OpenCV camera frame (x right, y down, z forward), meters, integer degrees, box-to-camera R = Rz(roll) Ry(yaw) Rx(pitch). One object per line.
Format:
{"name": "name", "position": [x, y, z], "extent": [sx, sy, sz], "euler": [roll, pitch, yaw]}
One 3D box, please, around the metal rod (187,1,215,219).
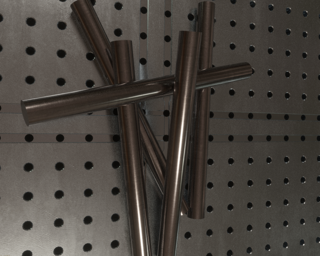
{"name": "metal rod", "position": [0.058, -0.025, 0.435], "extent": [0.025, 0.025, 0.298], "euler": [3, 89, -20]}

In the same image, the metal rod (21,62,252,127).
{"name": "metal rod", "position": [-0.001, -0.048, 0.365], "extent": [0.303, 0.025, 0.025], "euler": [-16, 96, -32]}

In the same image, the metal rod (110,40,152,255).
{"name": "metal rod", "position": [-0.033, 0.046, 0.384], "extent": [0.025, 0.025, 0.298], "euler": [-8, 99, -20]}

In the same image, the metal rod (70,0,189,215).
{"name": "metal rod", "position": [-0.034, -0.019, 0.400], "extent": [0.025, 0.025, 0.299], "euler": [-28, 100, -18]}

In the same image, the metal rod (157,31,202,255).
{"name": "metal rod", "position": [0.021, 0.038, 0.377], "extent": [0.025, 0.025, 0.298], "euler": [-1, 107, -20]}
